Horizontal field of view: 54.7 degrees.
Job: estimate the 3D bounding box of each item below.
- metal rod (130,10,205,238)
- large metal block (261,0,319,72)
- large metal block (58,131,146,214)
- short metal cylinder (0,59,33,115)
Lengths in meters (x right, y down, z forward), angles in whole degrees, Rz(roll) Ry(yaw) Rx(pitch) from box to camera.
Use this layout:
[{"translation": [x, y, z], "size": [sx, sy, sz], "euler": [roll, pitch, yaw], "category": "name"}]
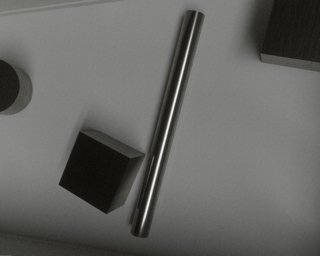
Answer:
[{"translation": [0.009, -0.001, 0.406], "size": [0.025, 0.025, 0.298], "euler": [16, 95, 19], "category": "metal rod"}, {"translation": [0.162, -0.109, 0.340], "size": [0.080, 0.050, 0.079], "euler": [15, 95, 19], "category": "large metal block"}, {"translation": [-0.078, 0.057, 0.424], "size": [0.080, 0.050, 0.080], "euler": [26, 98, 17], "category": "large metal block"}, {"translation": [-0.242, -0.060, 0.467], "size": [0.081, 0.050, 0.079], "euler": [0, 89, -2], "category": "short metal cylinder"}]
